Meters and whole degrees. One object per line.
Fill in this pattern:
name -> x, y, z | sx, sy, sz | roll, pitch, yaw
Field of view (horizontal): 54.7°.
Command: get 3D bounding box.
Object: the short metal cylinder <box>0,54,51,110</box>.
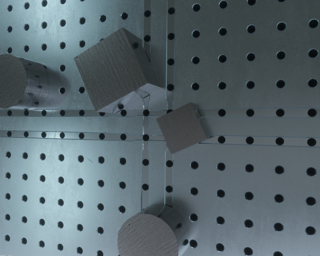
short metal cylinder -> -0.218, -0.069, 0.476 | 0.080, 0.050, 0.079 | 0, 90, 20

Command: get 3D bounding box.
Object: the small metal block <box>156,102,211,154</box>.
small metal block -> 0.030, 0.001, 0.402 | 0.050, 0.025, 0.050 | -26, 82, 18

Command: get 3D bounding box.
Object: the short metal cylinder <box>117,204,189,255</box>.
short metal cylinder -> -0.007, 0.145, 0.402 | 0.080, 0.050, 0.079 | 0, 90, 20

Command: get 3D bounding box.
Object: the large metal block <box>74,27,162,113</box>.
large metal block -> -0.057, -0.074, 0.419 | 0.080, 0.050, 0.080 | -26, 81, 18
